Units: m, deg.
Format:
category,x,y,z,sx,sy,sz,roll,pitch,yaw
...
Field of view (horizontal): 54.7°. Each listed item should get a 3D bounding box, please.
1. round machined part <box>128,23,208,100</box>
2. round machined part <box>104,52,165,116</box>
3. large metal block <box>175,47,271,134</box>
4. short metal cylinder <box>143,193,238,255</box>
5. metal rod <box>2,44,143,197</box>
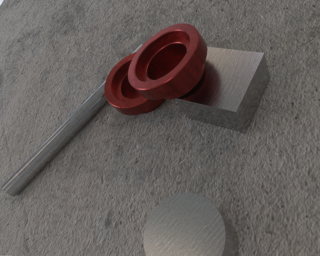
category,x,y,z,sx,sy,sz,roll,pitch,yaw
round machined part,0.013,-0.073,0.369,0.098,0.042,0.098,-23,46,26
round machined part,-0.027,-0.059,0.443,0.098,0.042,0.098,-13,57,20
large metal block,0.077,-0.048,0.377,0.080,0.050,0.080,17,71,34
short metal cylinder,0.031,0.110,0.304,0.080,0.050,0.080,-13,56,21
metal rod,-0.124,-0.015,0.477,0.300,0.025,0.025,-47,51,-5
